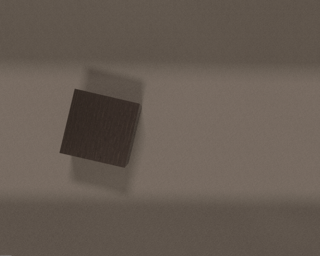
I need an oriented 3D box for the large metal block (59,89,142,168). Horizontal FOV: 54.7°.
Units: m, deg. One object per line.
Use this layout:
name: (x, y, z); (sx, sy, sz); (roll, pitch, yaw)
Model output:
large metal block: (-0.073, 0.000, 0.398); (0.080, 0.050, 0.080); (13, 90, -1)
